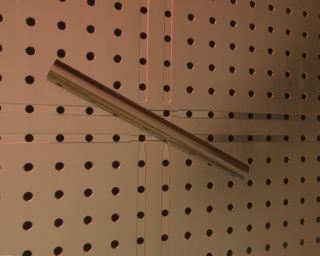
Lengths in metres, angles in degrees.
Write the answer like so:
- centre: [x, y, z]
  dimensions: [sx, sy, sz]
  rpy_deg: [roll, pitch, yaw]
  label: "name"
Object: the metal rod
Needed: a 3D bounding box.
- centre: [-0.002, -0.003, 0.413]
  dimensions: [0.301, 0.025, 0.025]
  rpy_deg: [28, 81, -18]
  label: "metal rod"
